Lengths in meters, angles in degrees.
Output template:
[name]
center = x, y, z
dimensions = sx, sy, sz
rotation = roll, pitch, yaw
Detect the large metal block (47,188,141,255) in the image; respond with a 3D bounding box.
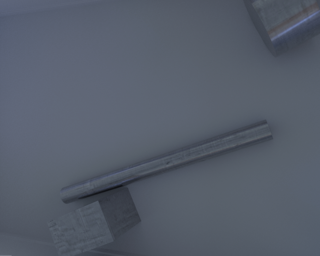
[large metal block]
center = -0.084, 0.124, 0.410
dimensions = 0.080, 0.080, 0.050
rotation = -25, 82, 18

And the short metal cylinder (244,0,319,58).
[short metal cylinder]
center = 0.131, -0.124, 0.335
dimensions = 0.050, 0.080, 0.080
rotation = -28, 81, 17

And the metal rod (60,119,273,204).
[metal rod]
center = -0.005, 0.051, 0.411
dimensions = 0.300, 0.025, 0.025
rotation = -20, 84, 18
